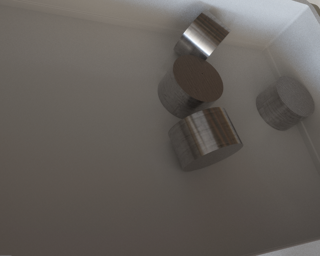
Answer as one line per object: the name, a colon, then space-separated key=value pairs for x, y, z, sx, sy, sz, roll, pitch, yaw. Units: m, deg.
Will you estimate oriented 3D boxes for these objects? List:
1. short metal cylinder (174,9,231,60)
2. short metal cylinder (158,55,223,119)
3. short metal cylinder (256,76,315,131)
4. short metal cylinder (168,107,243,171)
short metal cylinder: x=0.066 y=-0.138 z=0.490 sx=0.050 sy=0.080 sz=0.080 roll=41 pitch=51 yaw=-1
short metal cylinder: x=0.044 y=-0.058 z=0.448 sx=0.081 sy=0.050 sz=0.080 roll=14 pitch=56 yaw=-21
short metal cylinder: x=0.213 y=-0.042 z=0.529 sx=0.081 sy=0.050 sz=0.080 roll=14 pitch=56 yaw=-21
short metal cylinder: x=0.057 y=0.016 z=0.391 sx=0.081 sy=0.080 sz=0.050 roll=-9 pitch=67 yaw=-32
